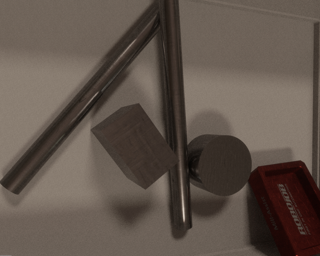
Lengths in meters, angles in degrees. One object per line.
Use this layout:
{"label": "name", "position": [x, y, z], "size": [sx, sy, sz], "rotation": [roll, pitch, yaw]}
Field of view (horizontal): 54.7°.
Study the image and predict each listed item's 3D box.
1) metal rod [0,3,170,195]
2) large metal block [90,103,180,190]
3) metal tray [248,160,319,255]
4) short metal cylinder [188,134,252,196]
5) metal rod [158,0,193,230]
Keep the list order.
{"label": "metal rod", "position": [-0.079, -0.048, 0.381], "size": [0.025, 0.025, 0.300], "rotation": [42, 77, -16]}
{"label": "large metal block", "position": [-0.033, 0.020, 0.370], "size": [0.050, 0.080, 0.080], "rotation": [-38, 103, -16]}
{"label": "metal tray", "position": [0.193, 0.115, 0.445], "size": [0.091, 0.030, 0.130], "rotation": [-4, 58, -21]}
{"label": "short metal cylinder", "position": [0.078, 0.049, 0.428], "size": [0.081, 0.050, 0.079], "rotation": [0, 90, -21]}
{"label": "metal rod", "position": [0.021, -0.013, 0.405], "size": [0.025, 0.025, 0.298], "rotation": [-7, 98, -20]}
